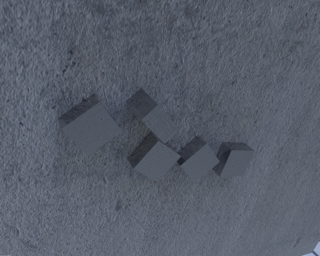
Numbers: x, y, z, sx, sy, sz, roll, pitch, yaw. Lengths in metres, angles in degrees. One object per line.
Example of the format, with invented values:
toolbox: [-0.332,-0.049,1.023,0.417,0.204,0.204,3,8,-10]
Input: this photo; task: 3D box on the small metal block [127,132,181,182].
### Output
small metal block: [-0.008,0.040,0.428,0.050,0.025,0.050,-49,129,6]

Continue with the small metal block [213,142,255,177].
small metal block: [0.118,0.051,0.503,0.050,0.025,0.050,4,117,-30]

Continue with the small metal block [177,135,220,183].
small metal block: [0.055,0.047,0.466,0.050,0.025,0.050,-40,130,-1]

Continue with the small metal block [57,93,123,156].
small metal block: [-0.081,-0.003,0.360,0.050,0.025,0.050,-36,129,-4]

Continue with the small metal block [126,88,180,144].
small metal block: [-0.009,-0.015,0.376,0.025,0.050,0.050,-43,130,1]
